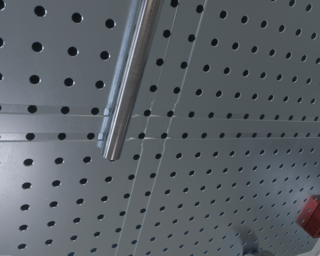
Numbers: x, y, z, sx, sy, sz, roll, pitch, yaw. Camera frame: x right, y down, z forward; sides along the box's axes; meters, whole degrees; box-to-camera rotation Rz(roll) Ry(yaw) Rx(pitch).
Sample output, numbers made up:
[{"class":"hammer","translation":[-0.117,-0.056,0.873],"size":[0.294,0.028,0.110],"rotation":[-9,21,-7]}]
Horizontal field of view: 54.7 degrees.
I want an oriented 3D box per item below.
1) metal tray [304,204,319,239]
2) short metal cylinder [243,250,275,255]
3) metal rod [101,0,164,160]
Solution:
[{"class":"metal tray","translation":[0.439,0.232,0.790],"size":[0.131,0.030,0.089],"rotation":[4,116,-31]},{"class":"short metal cylinder","translation":[0.227,0.322,0.700],"size":[0.050,0.080,0.079],"rotation":[2,118,-29]},{"class":"metal rod","translation":[-0.021,-0.096,0.340],"size":[0.025,0.025,0.298],"rotation":[4,117,-30]}]
